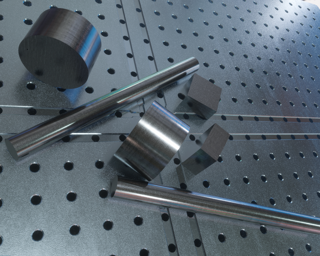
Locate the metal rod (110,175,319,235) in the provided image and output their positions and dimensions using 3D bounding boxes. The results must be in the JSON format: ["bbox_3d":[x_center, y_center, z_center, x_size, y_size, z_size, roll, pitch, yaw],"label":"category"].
[{"bbox_3d":[0.087,0.102,0.392,0.302,0.025,0.025,15,56,-20],"label":"metal rod"}]

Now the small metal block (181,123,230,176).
[{"bbox_3d":[0.060,0.028,0.407,0.025,0.050,0.050,39,51,-2],"label":"small metal block"}]

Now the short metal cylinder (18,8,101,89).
[{"bbox_3d":[-0.116,-0.092,0.367,0.080,0.080,0.050,23,53,-14],"label":"short metal cylinder"}]

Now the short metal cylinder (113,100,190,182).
[{"bbox_3d":[-0.010,0.015,0.359,0.050,0.080,0.080,37,51,-4],"label":"short metal cylinder"}]

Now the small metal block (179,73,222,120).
[{"bbox_3d":[0.063,-0.048,0.471,0.050,0.025,0.050,28,52,-11],"label":"small metal block"}]

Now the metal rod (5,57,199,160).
[{"bbox_3d":[-0.048,-0.040,0.406,0.302,0.025,0.025,-31,79,-38],"label":"metal rod"}]
